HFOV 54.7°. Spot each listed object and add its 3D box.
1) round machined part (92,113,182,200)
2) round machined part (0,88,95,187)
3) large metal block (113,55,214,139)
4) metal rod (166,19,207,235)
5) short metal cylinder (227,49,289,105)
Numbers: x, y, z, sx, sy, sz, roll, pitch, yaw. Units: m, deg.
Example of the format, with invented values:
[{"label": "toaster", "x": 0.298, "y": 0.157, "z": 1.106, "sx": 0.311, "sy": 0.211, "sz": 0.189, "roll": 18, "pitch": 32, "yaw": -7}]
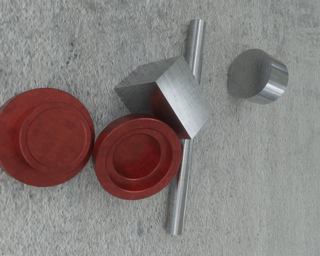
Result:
[{"label": "round machined part", "x": -0.028, "y": 0.029, "z": 0.354, "sx": 0.099, "sy": 0.042, "sz": 0.097, "roll": -8, "pitch": 112, "yaw": -20}, {"label": "round machined part", "x": -0.108, "y": 0.009, "z": 0.303, "sx": 0.099, "sy": 0.042, "sz": 0.097, "roll": 0, "pitch": 90, "yaw": -40}, {"label": "large metal block", "x": 0.004, "y": -0.034, "z": 0.372, "sx": 0.050, "sy": 0.080, "sz": 0.080, "roll": -49, "pitch": 119, "yaw": -29}, {"label": "metal rod", "x": 0.038, "y": -0.005, "z": 0.436, "sx": 0.025, "sy": 0.025, "sz": 0.298, "roll": 11, "pitch": 83, "yaw": -40}, {"label": "short metal cylinder", "x": 0.157, "y": -0.082, "z": 0.500, "sx": 0.050, "sy": 0.080, "sz": 0.080, "roll": 11, "pitch": 83, "yaw": -40}]
